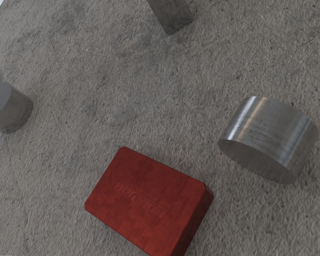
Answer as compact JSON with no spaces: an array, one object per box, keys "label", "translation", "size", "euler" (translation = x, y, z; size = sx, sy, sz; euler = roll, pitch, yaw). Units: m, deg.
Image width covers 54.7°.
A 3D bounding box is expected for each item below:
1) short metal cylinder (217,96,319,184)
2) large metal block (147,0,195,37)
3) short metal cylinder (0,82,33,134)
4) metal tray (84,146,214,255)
[{"label":"short metal cylinder","translation":[0.105,0.013,0.306],"size":[0.080,0.080,0.050],"euler":[24,75,36]},{"label":"large metal block","translation":[0.005,-0.209,0.494],"size":[0.050,0.080,0.080],"euler":[-30,52,9]},{"label":"short metal cylinder","translation":[-0.278,-0.036,0.556],"size":[0.080,0.050,0.080],"euler":[-13,56,21]},{"label":"metal tray","translation":[-0.016,0.084,0.358],"size":[0.130,0.030,0.090],"euler":[21,73,35]}]
